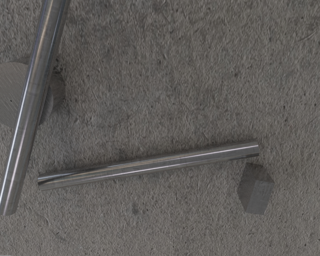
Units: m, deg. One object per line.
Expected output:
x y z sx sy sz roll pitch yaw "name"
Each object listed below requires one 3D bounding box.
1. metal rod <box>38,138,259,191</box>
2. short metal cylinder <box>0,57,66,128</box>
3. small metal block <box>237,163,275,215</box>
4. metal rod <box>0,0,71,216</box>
-0.018 0.051 0.428 0.302 0.025 0.025 -10 110 3 "metal rod"
-0.163 -0.044 0.379 0.081 0.050 0.079 0 110 0 "short metal cylinder"
0.131 0.083 0.428 0.025 0.050 0.050 10 110 -4 "small metal block"
-0.142 -0.029 0.344 0.025 0.025 0.298 19 109 -7 "metal rod"
